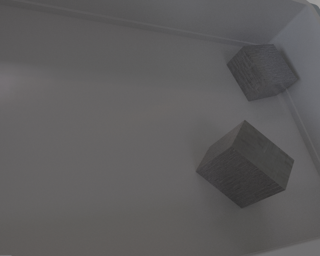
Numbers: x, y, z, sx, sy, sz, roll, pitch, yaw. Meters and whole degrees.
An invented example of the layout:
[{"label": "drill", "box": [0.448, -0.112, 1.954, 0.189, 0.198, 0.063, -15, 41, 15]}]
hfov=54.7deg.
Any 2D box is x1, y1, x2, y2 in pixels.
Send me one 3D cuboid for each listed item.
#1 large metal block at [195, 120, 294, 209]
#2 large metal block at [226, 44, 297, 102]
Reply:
[{"label": "large metal block", "box": [0.107, 0.049, 0.398, 0.080, 0.080, 0.050, 39, 51, -2]}, {"label": "large metal block", "box": [0.179, -0.099, 0.546, 0.081, 0.050, 0.080, -13, 69, -34]}]
